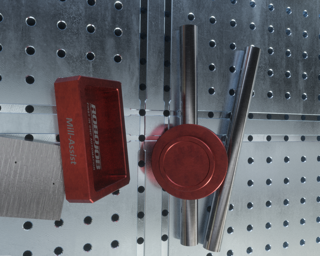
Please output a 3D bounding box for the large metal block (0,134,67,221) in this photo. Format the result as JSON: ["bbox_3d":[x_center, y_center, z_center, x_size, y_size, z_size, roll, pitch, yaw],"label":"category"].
[{"bbox_3d":[-0.147,0.054,0.346,0.081,0.050,0.080,11,86,-20],"label":"large metal block"}]

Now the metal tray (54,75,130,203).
[{"bbox_3d":[-0.073,0.010,0.353,0.030,0.090,0.129,-4,92,21],"label":"metal tray"}]

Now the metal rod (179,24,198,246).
[{"bbox_3d":[0.040,0.010,0.428,0.025,0.025,0.298,0,90,-20],"label":"metal rod"}]

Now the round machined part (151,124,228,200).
[{"bbox_3d":[0.036,0.043,0.394,0.098,0.042,0.097,0,90,12],"label":"round machined part"}]

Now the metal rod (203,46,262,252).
[{"bbox_3d":[0.107,0.027,0.453,0.025,0.025,0.298,15,85,-20],"label":"metal rod"}]
